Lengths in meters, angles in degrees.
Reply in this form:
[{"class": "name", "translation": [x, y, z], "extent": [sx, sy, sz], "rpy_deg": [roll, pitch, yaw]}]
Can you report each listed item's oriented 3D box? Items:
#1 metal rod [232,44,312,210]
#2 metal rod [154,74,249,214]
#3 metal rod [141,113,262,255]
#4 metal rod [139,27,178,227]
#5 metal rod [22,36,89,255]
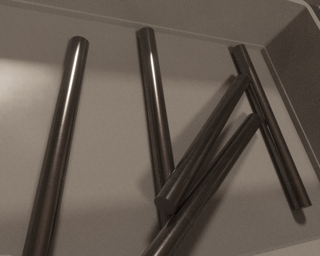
[{"class": "metal rod", "translation": [0.177, -0.016, 0.513], "extent": [0.025, 0.025, 0.299], "rpy_deg": [1, 61, -28]}, {"class": "metal rod", "translation": [0.073, -0.001, 0.428], "extent": [0.025, 0.025, 0.301], "rpy_deg": [41, 45, -1]}, {"class": "metal rod", "translation": [0.072, 0.057, 0.390], "extent": [0.025, 0.025, 0.302], "rpy_deg": [46, 44, 3]}, {"class": "metal rod", "translation": [-0.003, -0.019, 0.416], "extent": [0.025, 0.025, 0.299], "rpy_deg": [7, 59, -25]}, {"class": "metal rod", "translation": [-0.109, 0.013, 0.339], "extent": [0.025, 0.025, 0.299], "rpy_deg": [14, 56, -21]}]
